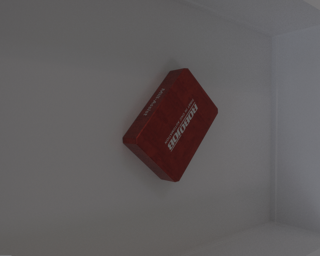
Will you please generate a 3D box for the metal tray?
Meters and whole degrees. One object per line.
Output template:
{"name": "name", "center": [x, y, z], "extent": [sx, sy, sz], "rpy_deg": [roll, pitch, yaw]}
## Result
{"name": "metal tray", "center": [0.020, -0.005, 0.419], "extent": [0.090, 0.030, 0.130], "rpy_deg": [48, 62, -29]}
